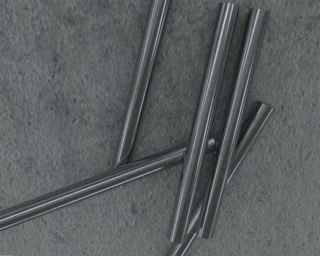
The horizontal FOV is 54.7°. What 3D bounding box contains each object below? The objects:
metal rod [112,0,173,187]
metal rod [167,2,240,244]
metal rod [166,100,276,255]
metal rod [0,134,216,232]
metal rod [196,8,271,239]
[{"bbox_3d":[-0.023,-0.058,0.388,0.025,0.025,0.298,14,109,-6],"label":"metal rod"},{"bbox_3d":[0.051,0.002,0.384,0.025,0.025,0.298,11,100,-4],"label":"metal rod"},{"bbox_3d":[0.075,0.097,0.446,0.025,0.025,0.298,23,108,-9],"label":"metal rod"},{"bbox_3d":[-0.070,0.070,0.402,0.302,0.025,0.025,-20,110,-6],"label":"metal rod"},{"bbox_3d":[0.089,0.005,0.396,0.025,0.025,0.298,10,104,-4],"label":"metal rod"}]
